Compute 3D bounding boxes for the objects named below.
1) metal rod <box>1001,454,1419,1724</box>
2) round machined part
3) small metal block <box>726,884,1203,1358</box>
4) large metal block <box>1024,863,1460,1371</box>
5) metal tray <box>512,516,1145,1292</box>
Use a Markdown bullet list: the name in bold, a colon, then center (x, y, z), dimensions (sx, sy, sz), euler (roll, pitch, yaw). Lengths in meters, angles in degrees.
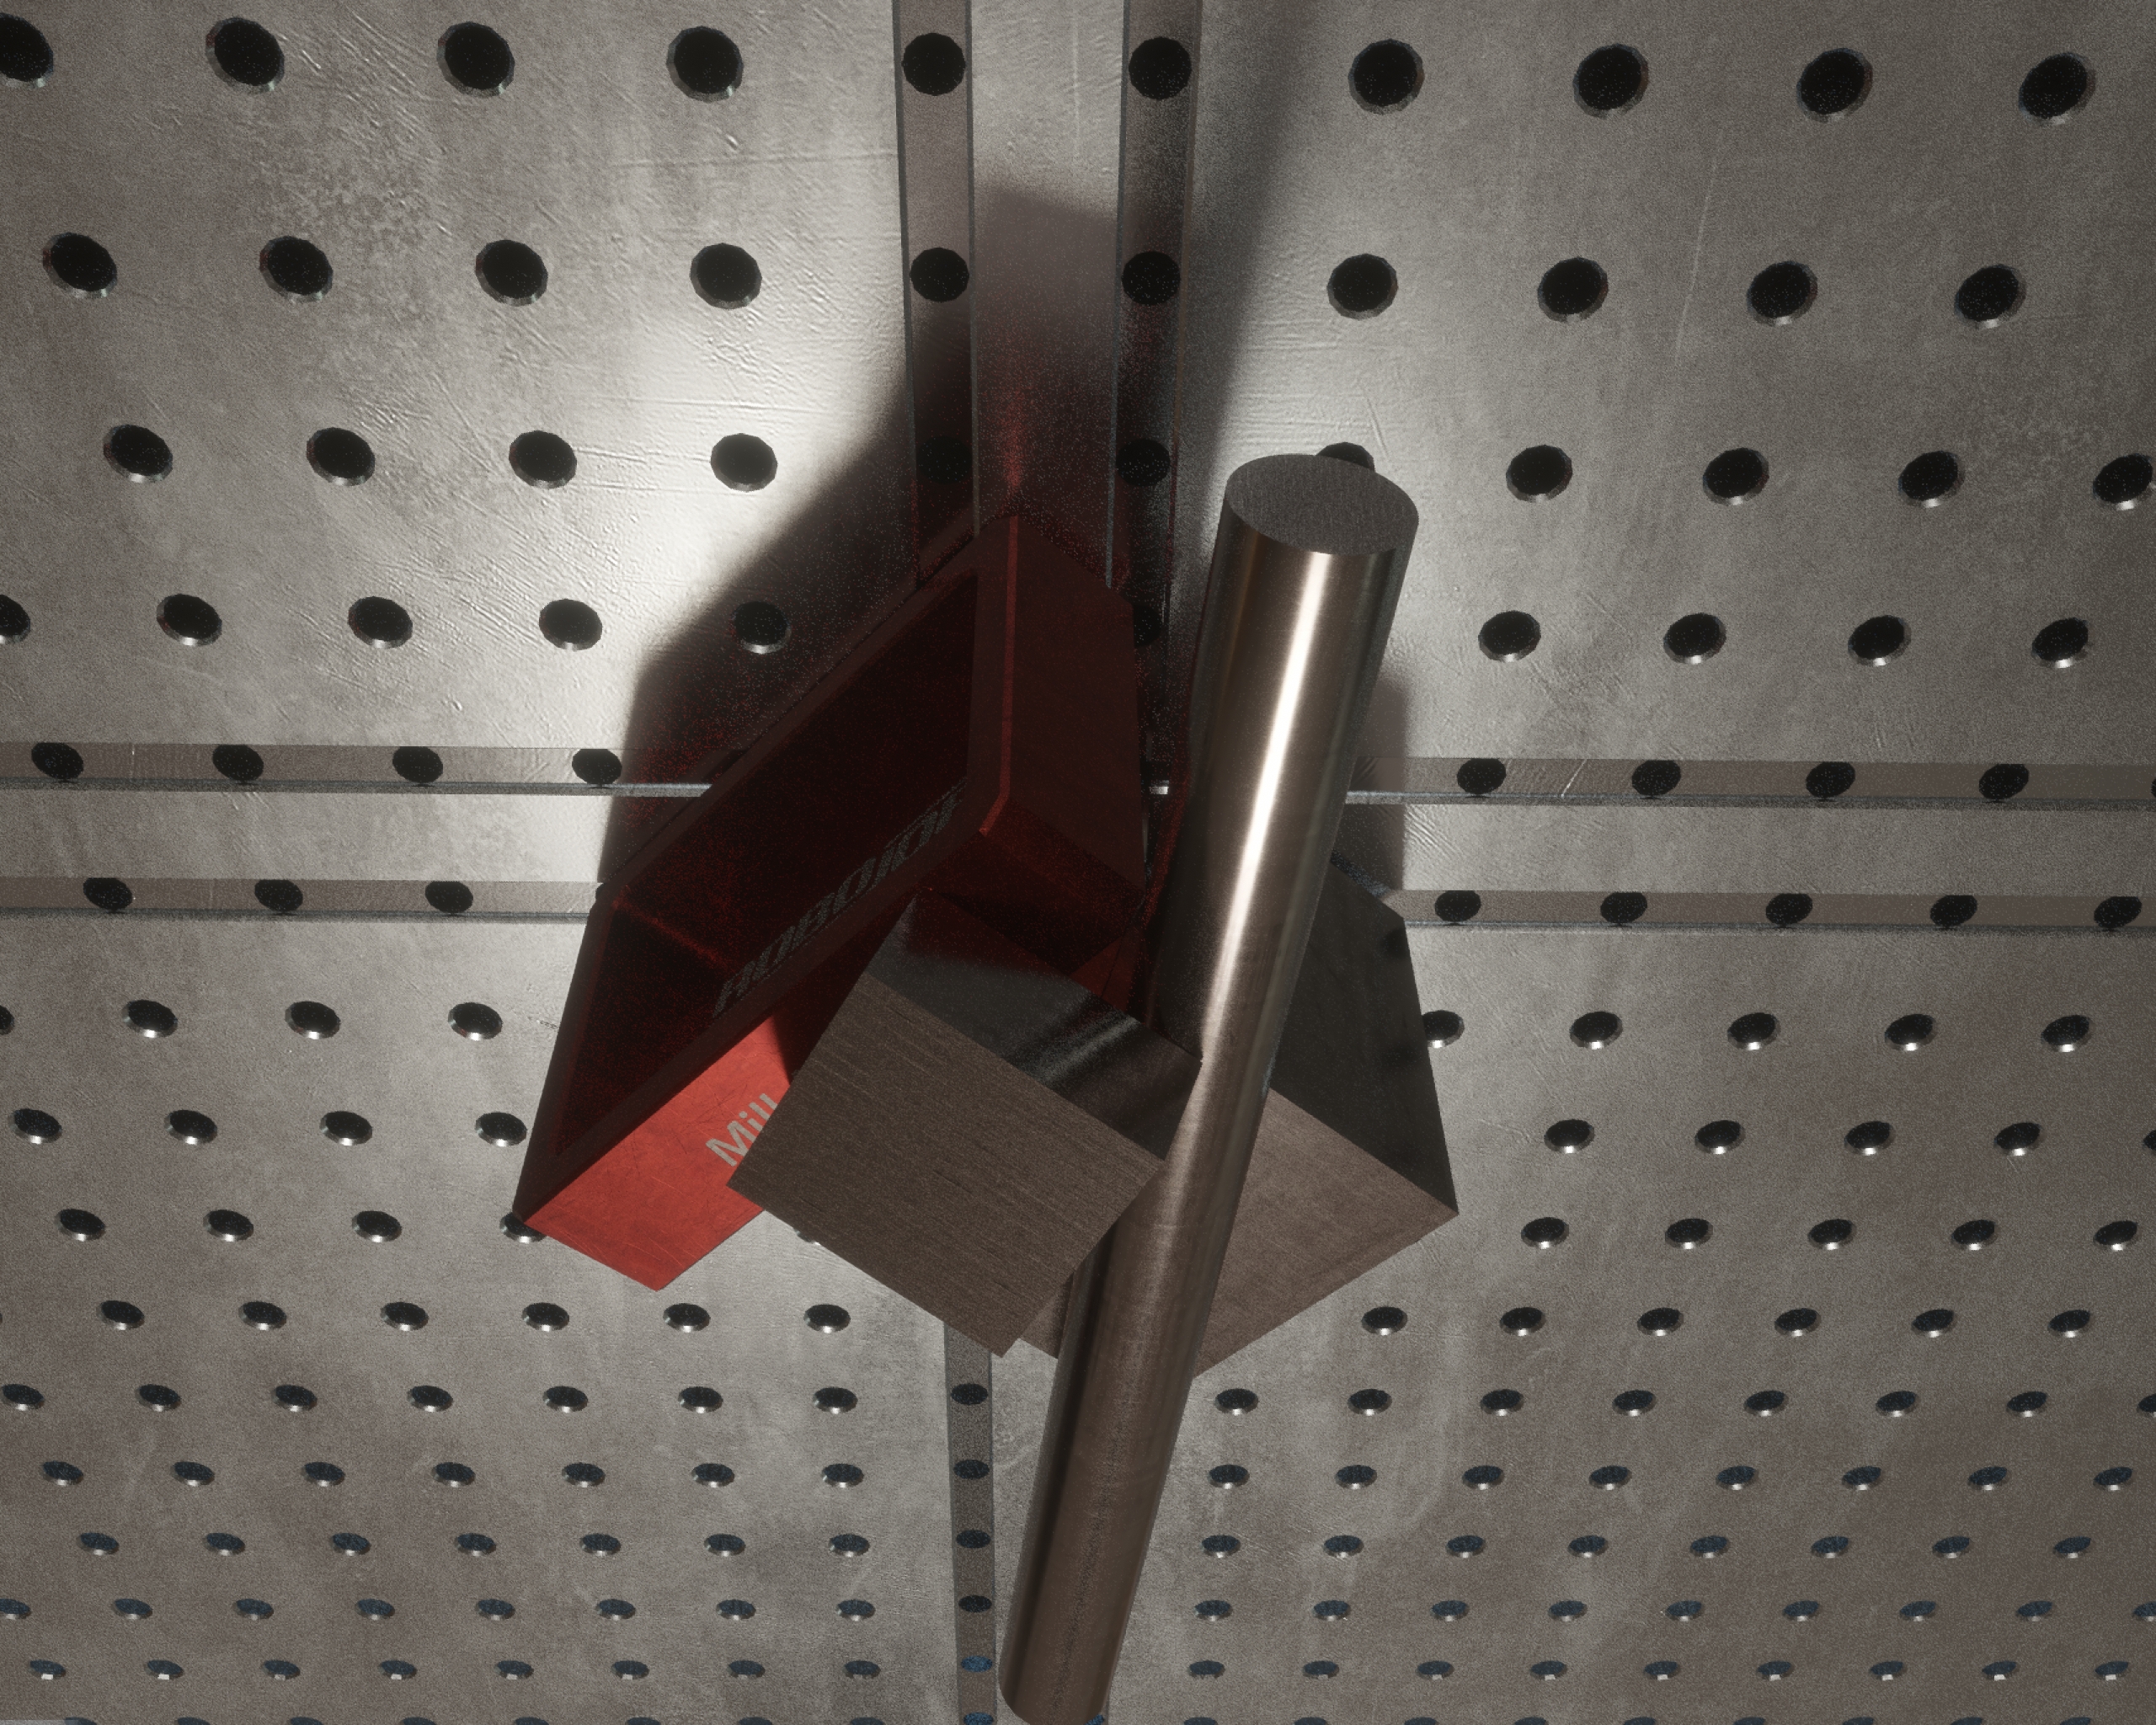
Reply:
- **metal rod**: center (0.013, 0.066, 0.363), dimensions (0.025, 0.025, 0.298), euler (5, 130, -5)
- **round machined part**: center (-0.022, 0.027, 0.392), dimensions (0.042, 0.098, 0.098), euler (35, 122, -26)
- **small metal block**: center (-0.017, 0.040, 0.317), dimensions (0.050, 0.025, 0.050), euler (33, 123, -3)
- **large metal block**: center (0.022, 0.047, 0.412), dimensions (0.050, 0.080, 0.080), euler (36, 121, -27)
- **metal tray**: center (-0.045, 0.008, 0.375), dimensions (0.030, 0.090, 0.130), euler (36, 121, -27)
